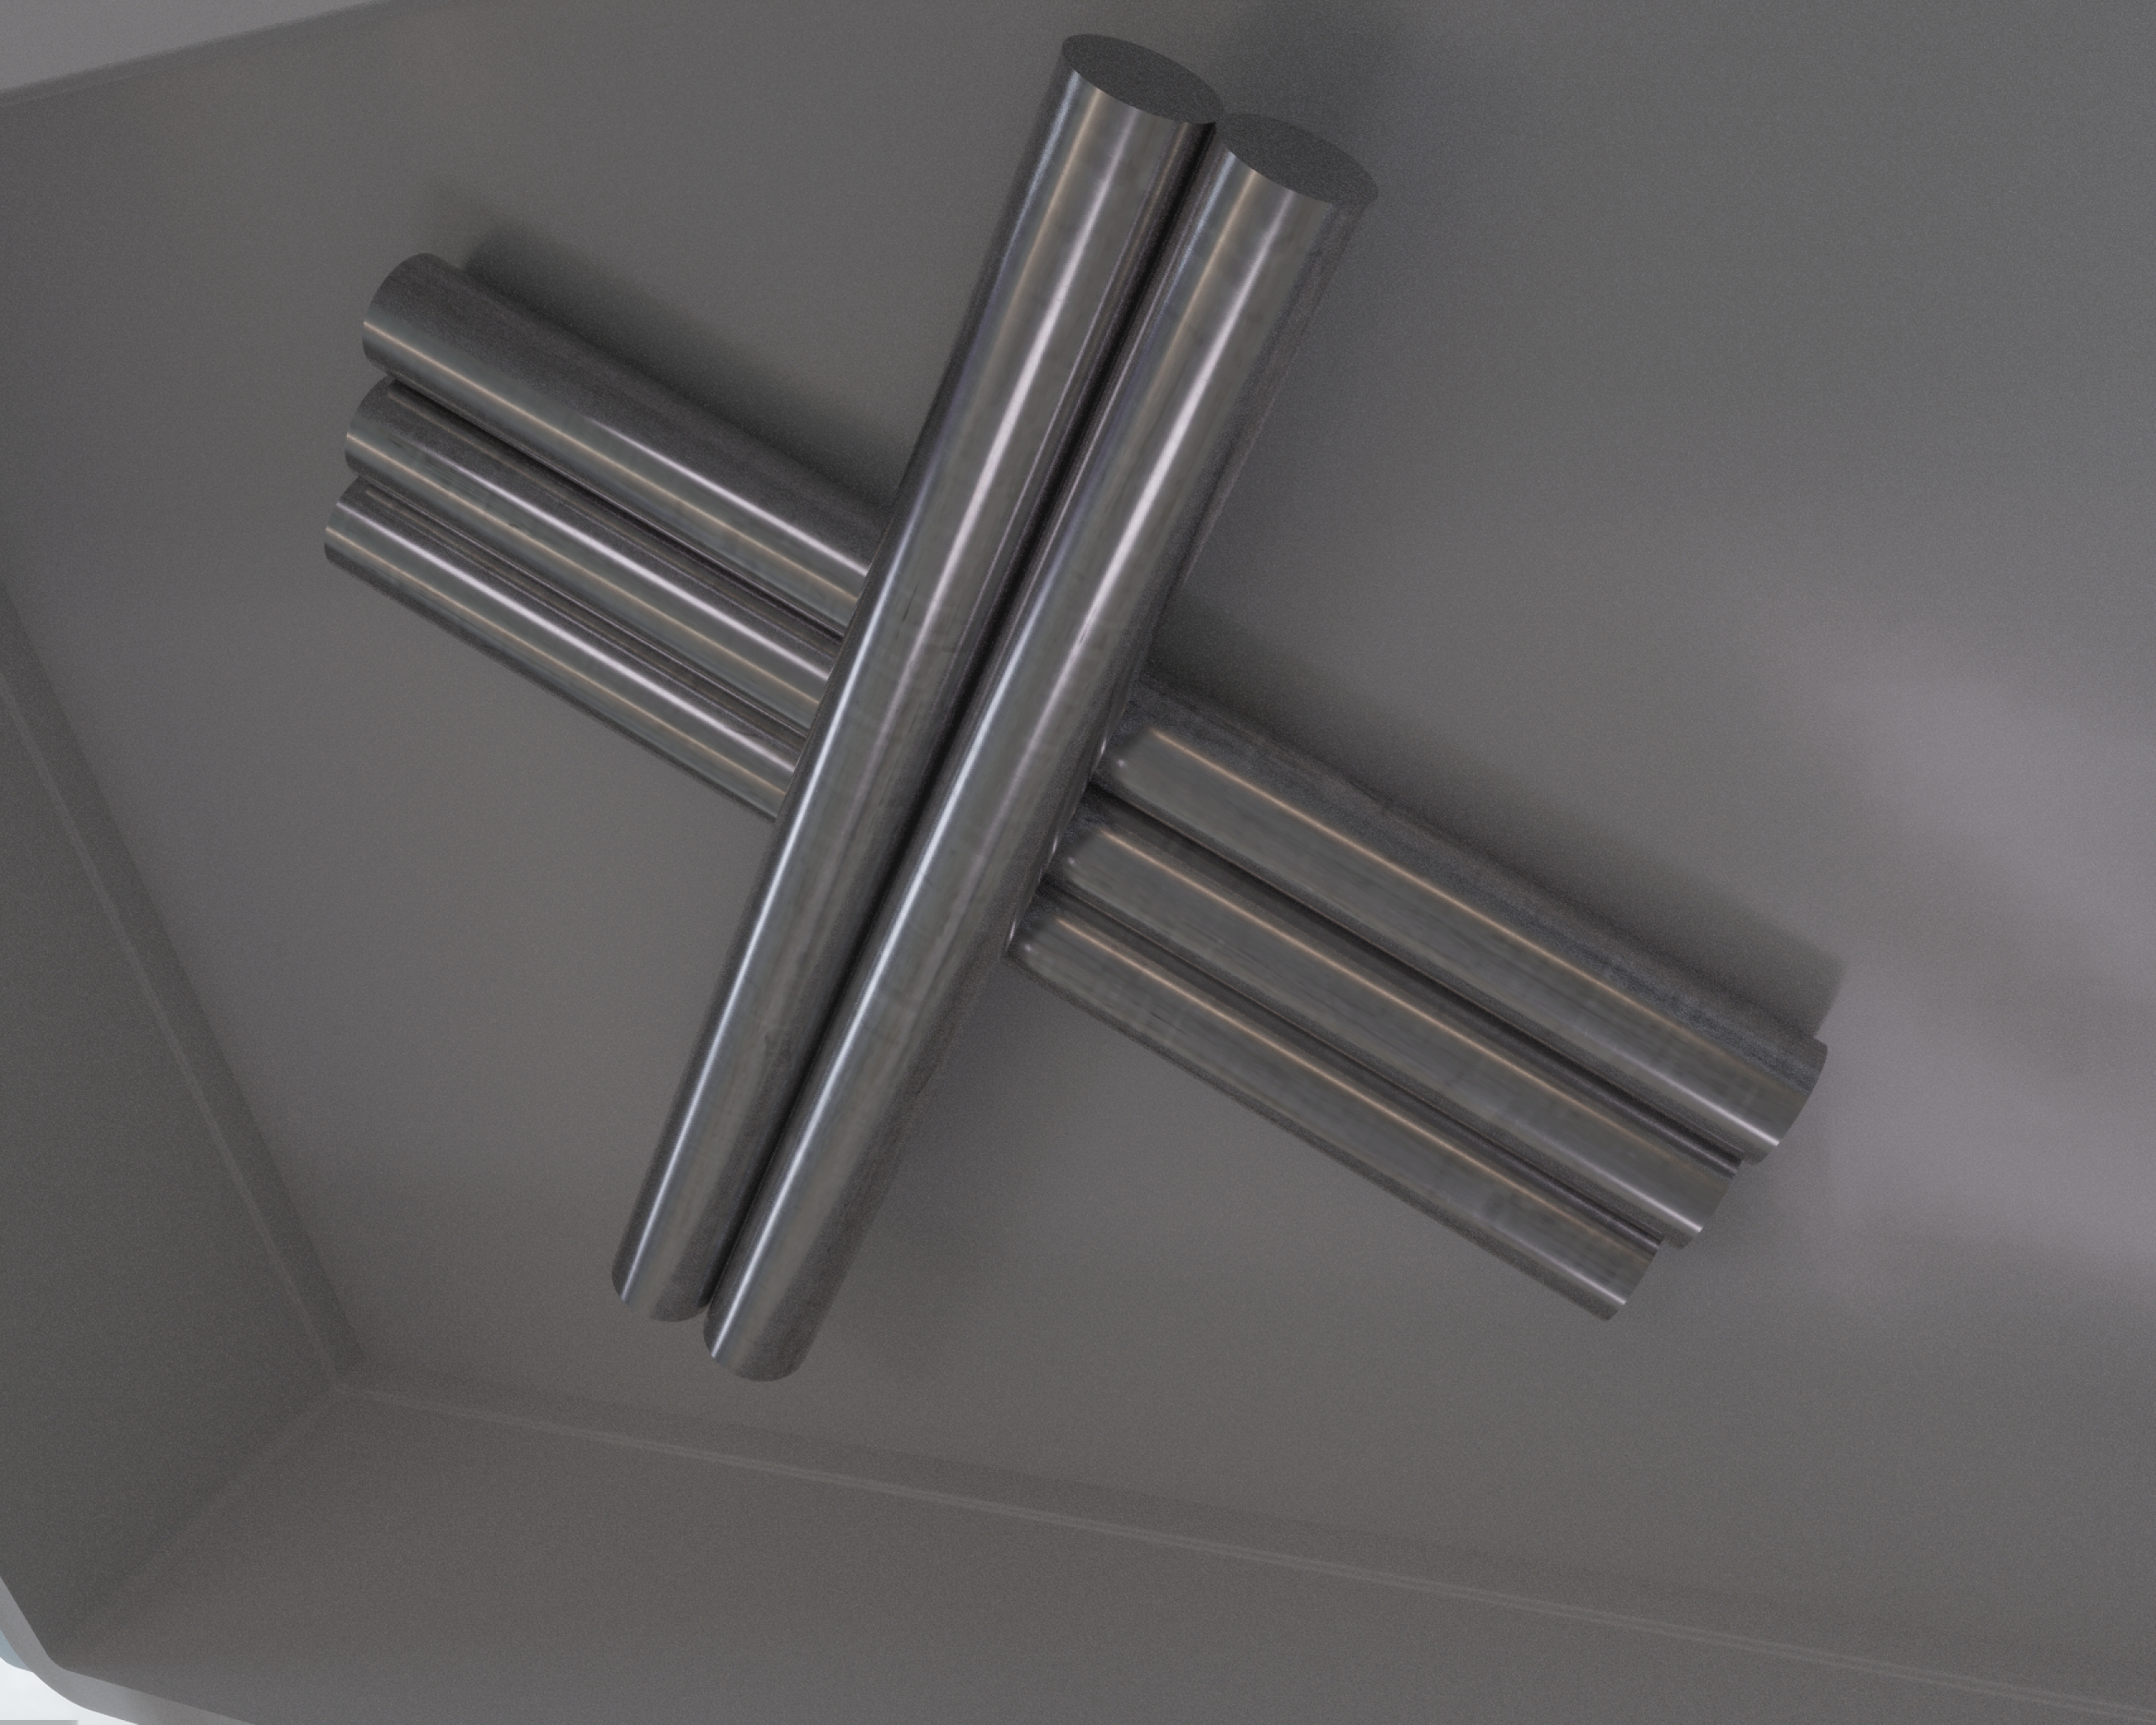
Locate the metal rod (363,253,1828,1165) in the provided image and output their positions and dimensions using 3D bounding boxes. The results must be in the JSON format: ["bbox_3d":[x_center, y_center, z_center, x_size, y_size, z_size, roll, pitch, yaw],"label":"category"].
[{"bbox_3d":[-0.003,-0.033,0.388,0.301,0.025,0.025,30,128,8],"label":"metal rod"}]

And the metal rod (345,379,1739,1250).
[{"bbox_3d":[-0.012,-0.015,0.404,0.301,0.025,0.025,30,128,8],"label":"metal rod"}]

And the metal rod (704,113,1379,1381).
[{"bbox_3d":[-0.021,0.004,0.389,0.025,0.025,0.298,32,129,7],"label":"metal rod"}]

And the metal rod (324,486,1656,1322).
[{"bbox_3d":[-0.022,0.002,0.419,0.301,0.025,0.025,30,128,8],"label":"metal rod"}]

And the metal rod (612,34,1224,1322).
[{"bbox_3d":[-0.043,-0.008,0.392,0.025,0.025,0.298,32,129,7],"label":"metal rod"}]
